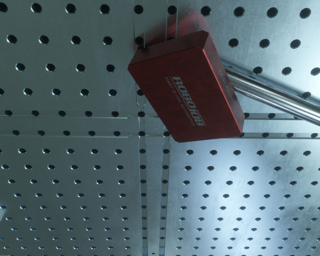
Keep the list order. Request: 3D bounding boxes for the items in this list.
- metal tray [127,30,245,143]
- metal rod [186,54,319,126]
[{"bbox_3d":[0.034,-0.039,0.357,0.090,0.030,0.130,-8,133,31],"label":"metal tray"},{"bbox_3d":[0.170,-0.028,0.390,0.302,0.025,0.025,19,128,-16],"label":"metal rod"}]
